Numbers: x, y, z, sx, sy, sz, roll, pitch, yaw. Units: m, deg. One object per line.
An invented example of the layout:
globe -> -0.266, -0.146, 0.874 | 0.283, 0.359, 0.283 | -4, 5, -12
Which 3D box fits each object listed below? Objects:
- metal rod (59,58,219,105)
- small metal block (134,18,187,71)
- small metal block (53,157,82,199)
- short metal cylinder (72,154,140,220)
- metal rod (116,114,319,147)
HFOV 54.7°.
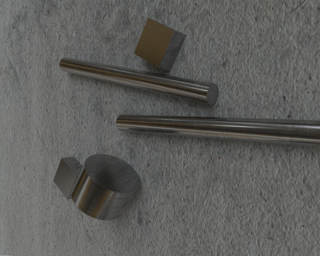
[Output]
metal rod -> -0.052, -0.075, 0.447 | 0.300, 0.025, 0.025 | 18, 101, 38
small metal block -> -0.001, -0.109, 0.406 | 0.050, 0.025, 0.050 | 37, 113, 33
small metal block -> -0.153, 0.085, 0.532 | 0.050, 0.025, 0.050 | 39, 114, 33
short metal cylinder -> -0.075, 0.081, 0.431 | 0.080, 0.081, 0.050 | 43, 116, 31
metal rod -> 0.061, 0.000, 0.354 | 0.300, 0.025, 0.025 | 4, 93, 39
